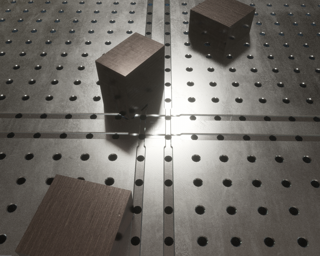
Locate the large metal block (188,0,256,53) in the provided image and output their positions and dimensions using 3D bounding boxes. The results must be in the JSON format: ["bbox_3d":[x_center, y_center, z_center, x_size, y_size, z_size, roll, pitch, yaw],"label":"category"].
[{"bbox_3d":[0.109,-0.189,0.552,0.080,0.050,0.080,35,58,25],"label":"large metal block"}]

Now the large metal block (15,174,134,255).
[{"bbox_3d":[-0.077,0.100,0.306,0.080,0.050,0.080,11,51,8],"label":"large metal block"}]

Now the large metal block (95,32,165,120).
[{"bbox_3d":[-0.038,-0.073,0.432,0.050,0.080,0.080,30,56,22],"label":"large metal block"}]
